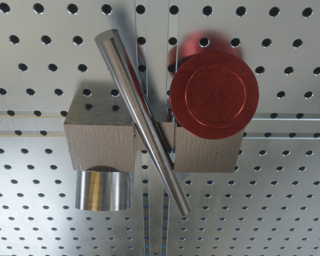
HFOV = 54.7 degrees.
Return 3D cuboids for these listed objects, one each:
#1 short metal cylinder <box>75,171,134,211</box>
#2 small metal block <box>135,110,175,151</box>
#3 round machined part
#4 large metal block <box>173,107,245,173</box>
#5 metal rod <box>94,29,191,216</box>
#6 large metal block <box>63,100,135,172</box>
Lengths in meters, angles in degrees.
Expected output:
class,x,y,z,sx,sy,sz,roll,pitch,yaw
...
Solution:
class,x,y,z,sx,sy,sz,roll,pitch,yaw
short metal cylinder,-0.078,0.087,0.440,0.081,0.050,0.080,1,173,0
small metal block,-0.006,0.004,0.415,0.050,0.025,0.050,0,130,-1
round machined part,0.060,-0.035,0.339,0.099,0.042,0.097,0,95,-1
large metal block,0.059,0.013,0.408,0.081,0.050,0.079,1,130,-1
metal rod,-0.008,0.018,0.393,0.025,0.025,0.299,-14,129,11
large metal block,-0.073,0.011,0.405,0.081,0.050,0.079,1,130,-2
